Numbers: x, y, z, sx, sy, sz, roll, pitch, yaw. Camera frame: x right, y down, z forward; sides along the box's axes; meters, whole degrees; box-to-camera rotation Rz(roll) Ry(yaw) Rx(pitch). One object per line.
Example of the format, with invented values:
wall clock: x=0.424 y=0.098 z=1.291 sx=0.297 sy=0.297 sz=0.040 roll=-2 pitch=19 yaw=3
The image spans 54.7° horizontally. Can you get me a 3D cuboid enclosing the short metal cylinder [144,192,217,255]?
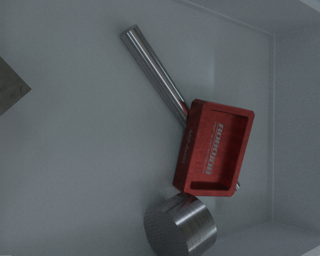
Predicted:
short metal cylinder: x=0.024 y=0.129 z=0.394 sx=0.050 sy=0.080 sz=0.079 roll=-21 pitch=103 yaw=-38

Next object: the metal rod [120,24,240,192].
metal rod: x=0.041 y=-0.011 z=0.442 sx=0.025 sy=0.025 sz=0.300 roll=-52 pitch=121 yaw=-28

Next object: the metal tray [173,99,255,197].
metal tray: x=0.076 y=0.030 z=0.438 sx=0.091 sy=0.030 sz=0.129 roll=8 pitch=99 yaw=-28

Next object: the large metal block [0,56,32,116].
large metal block: x=-0.160 y=-0.020 z=0.238 sx=0.080 sy=0.080 sz=0.050 roll=-52 pitch=121 yaw=-27
